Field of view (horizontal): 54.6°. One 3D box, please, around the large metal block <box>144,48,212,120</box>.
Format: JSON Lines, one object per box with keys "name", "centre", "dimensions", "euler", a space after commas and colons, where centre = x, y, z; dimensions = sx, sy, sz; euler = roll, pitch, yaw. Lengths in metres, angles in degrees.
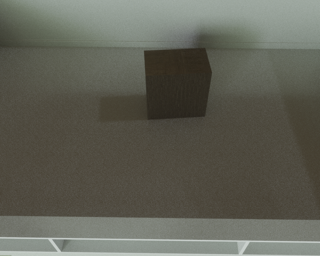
{"name": "large metal block", "centre": [0.021, -0.058, 0.419], "dimensions": [0.080, 0.080, 0.050], "euler": [-3, 50, -3]}
